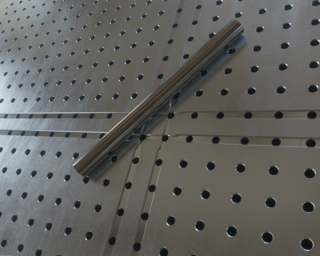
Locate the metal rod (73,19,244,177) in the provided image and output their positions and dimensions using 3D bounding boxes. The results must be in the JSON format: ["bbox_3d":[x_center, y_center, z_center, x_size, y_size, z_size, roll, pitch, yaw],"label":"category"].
[{"bbox_3d":[-0.001,-0.043,0.433,0.300,0.025,0.025,-42,51,-2],"label":"metal rod"}]
